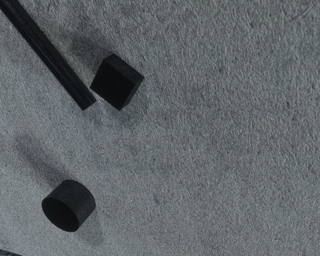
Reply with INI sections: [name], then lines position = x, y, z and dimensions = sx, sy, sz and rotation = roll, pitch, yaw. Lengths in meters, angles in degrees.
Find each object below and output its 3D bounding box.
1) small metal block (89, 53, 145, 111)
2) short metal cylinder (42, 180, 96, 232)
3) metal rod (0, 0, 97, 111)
[small metal block]
position = -0.056, -0.058, 0.398
dimensions = 0.050, 0.025, 0.050
rotation = 38, 129, 2
[short metal cylinder]
position = -0.165, 0.141, 0.562
dimensions = 0.080, 0.050, 0.079
rotation = 13, 124, 20
[metal rod]
position = -0.188, -0.148, 0.411
dimensions = 0.025, 0.025, 0.300
rotation = -30, 102, 37
